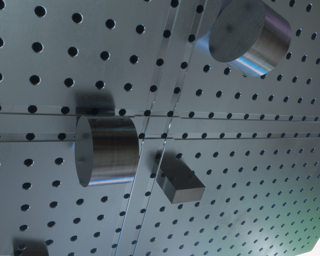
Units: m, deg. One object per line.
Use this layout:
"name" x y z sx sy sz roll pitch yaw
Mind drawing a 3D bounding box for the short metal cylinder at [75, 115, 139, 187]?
"short metal cylinder" -0.064 0.026 0.357 0.050 0.080 0.079 0 119 -28

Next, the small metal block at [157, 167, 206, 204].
"small metal block" 0.031 0.085 0.465 0.050 0.050 0.025 0 118 -29

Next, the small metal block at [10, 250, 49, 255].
"small metal block" -0.189 0.200 0.432 0.050 0.025 0.050 24 105 -37

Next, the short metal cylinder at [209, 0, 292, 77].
"short metal cylinder" 0.105 -0.107 0.367 0.050 0.080 0.080 17 109 -35
